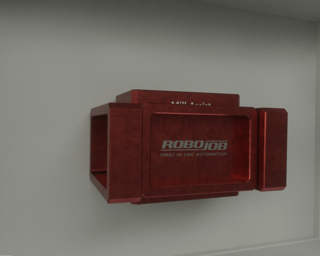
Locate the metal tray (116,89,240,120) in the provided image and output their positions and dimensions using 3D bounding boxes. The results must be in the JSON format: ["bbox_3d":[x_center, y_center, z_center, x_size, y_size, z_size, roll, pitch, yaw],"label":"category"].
[{"bbox_3d":[0.019,-0.025,0.380,0.131,0.090,0.030,0,91,-20],"label":"metal tray"}]

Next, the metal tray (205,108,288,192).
[{"bbox_3d":[0.101,0.022,0.389,0.030,0.130,0.089,1,90,-20],"label":"metal tray"}]

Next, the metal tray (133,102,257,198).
[{"bbox_3d":[0.039,0.021,0.324,0.131,0.030,0.089,1,89,-20],"label":"metal tray"}]

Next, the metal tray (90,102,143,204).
[{"bbox_3d":[-0.052,0.021,0.334,0.030,0.130,0.089,1,91,-20],"label":"metal tray"}]

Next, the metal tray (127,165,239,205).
[{"bbox_3d":[0.018,0.064,0.379,0.131,0.090,0.030,0,90,-20],"label":"metal tray"}]
